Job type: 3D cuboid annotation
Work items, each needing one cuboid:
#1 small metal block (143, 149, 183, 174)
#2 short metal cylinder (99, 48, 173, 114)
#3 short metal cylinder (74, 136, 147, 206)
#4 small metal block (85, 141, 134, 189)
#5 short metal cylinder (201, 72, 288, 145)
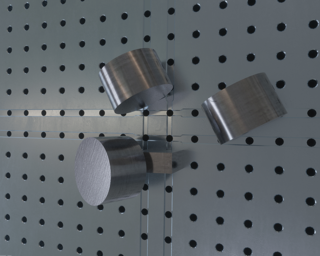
[{"bbox_3d":[-0.001,0.042,0.400,0.050,0.050,0.025,0,90,20],"label":"small metal block"},{"bbox_3d":[-0.031,-0.058,0.394,0.080,0.080,0.050,-28,81,18],"label":"short metal cylinder"},{"bbox_3d":[-0.062,0.050,0.378,0.080,0.050,0.079,1,91,47],"label":"short metal cylinder"},{"bbox_3d":[-0.071,0.051,0.438,0.050,0.025,0.050,21,97,18],"label":"small metal block"},{"bbox_3d":[0.094,-0.020,0.350,0.080,0.080,0.050,-28,81,18],"label":"short metal cylinder"}]
